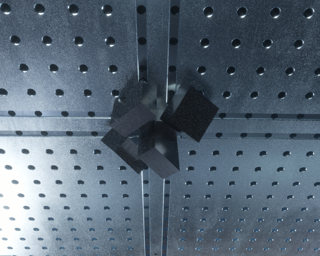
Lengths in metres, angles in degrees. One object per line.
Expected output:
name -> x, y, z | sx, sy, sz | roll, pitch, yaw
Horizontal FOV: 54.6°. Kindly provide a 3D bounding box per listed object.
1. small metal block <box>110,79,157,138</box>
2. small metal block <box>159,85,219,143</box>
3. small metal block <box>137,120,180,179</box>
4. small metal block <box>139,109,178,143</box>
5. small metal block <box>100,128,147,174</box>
small metal block -> -0.031, -0.024, 0.374 | 0.050, 0.050, 0.025 | -34, 123, 25
small metal block -> 0.036, -0.018, 0.379 | 0.050, 0.025, 0.050 | 35, 82, -26
small metal block -> -0.001, 0.027, 0.384 | 0.025, 0.050, 0.050 | -30, 125, 22
small metal block -> -0.003, 0.002, 0.413 | 0.050, 0.025, 0.050 | -1, 130, -1
small metal block -> -0.046, 0.030, 0.416 | 0.025, 0.050, 0.050 | -48, 123, -10
